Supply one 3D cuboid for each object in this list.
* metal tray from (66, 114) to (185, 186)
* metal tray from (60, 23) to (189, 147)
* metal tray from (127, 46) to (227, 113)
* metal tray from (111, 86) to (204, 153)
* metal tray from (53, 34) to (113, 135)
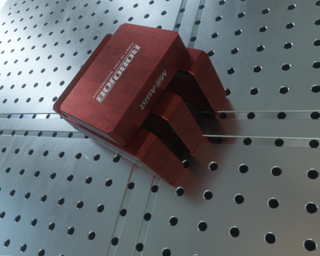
[{"bbox_3d":[-0.043,0.017,0.379,0.130,0.090,0.030,23,75,36],"label":"metal tray"},{"bbox_3d":[-0.040,-0.053,0.343,0.090,0.030,0.130,23,74,36],"label":"metal tray"},{"bbox_3d":[0.013,-0.070,0.402,0.130,0.090,0.030,23,75,36],"label":"metal tray"},{"bbox_3d":[-0.018,-0.021,0.389,0.130,0.090,0.030,22,73,35],"label":"metal tray"},{"bbox_3d":[-0.087,-0.057,0.445,0.030,0.090,0.130,29,76,15],"label":"metal tray"}]
